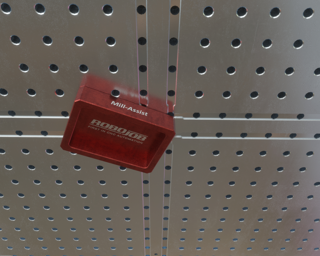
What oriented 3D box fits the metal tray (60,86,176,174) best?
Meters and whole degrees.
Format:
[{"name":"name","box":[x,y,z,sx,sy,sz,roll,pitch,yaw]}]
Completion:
[{"name":"metal tray","box":[-0.056,0.007,0.413,0.131,0.030,0.089,18,128,-15]}]
